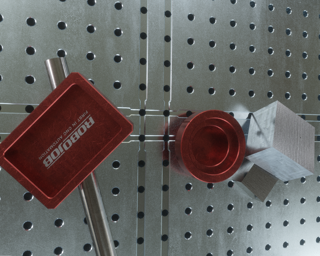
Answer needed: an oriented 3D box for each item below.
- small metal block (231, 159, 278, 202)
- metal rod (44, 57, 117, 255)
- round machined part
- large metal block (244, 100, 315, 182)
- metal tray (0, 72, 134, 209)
[{"bbox_3d":[0.146,0.075,0.468,0.050,0.025,0.050,42,77,-16],"label":"small metal block"},{"bbox_3d":[-0.090,0.064,0.380,0.025,0.025,0.298,-15,95,-20],"label":"metal rod"},{"bbox_3d":[0.065,0.024,0.429,0.099,0.042,0.097,0,90,-21],"label":"round machined part"},{"bbox_3d":[0.176,0.020,0.451,0.080,0.050,0.080,31,56,-18],"label":"large metal block"},{"bbox_3d":[-0.105,0.013,0.346,0.130,0.030,0.090,-45,95,1],"label":"metal tray"}]
